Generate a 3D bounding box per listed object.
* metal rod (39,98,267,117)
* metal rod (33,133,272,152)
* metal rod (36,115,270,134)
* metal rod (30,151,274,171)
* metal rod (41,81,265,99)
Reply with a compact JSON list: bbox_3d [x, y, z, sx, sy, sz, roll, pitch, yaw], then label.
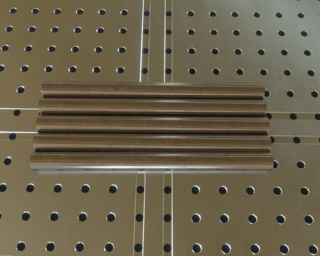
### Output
[{"bbox_3d":[-0.009,-0.028,0.422,0.302,0.025,0.025,0,70,-1],"label":"metal rod"},{"bbox_3d":[-0.009,0.020,0.404,0.302,0.025,0.025,0,70,-1],"label":"metal rod"},{"bbox_3d":[-0.009,-0.004,0.413,0.302,0.025,0.025,0,70,-1],"label":"metal rod"},{"bbox_3d":[-0.009,0.042,0.396,0.302,0.025,0.025,0,70,-1],"label":"metal rod"},{"bbox_3d":[-0.009,-0.051,0.430,0.302,0.025,0.025,0,70,-1],"label":"metal rod"}]
